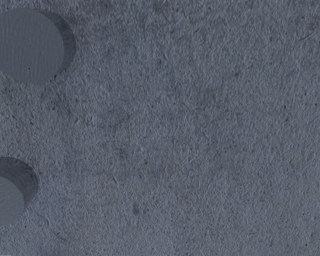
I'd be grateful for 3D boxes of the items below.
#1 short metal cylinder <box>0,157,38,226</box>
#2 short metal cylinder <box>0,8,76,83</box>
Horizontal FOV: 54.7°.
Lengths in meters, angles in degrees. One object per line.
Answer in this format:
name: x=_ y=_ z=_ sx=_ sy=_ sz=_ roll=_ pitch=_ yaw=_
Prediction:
short metal cylinder: x=-0.217 y=0.086 z=0.426 sx=0.081 sy=0.050 sz=0.079 roll=0 pitch=110 yaw=0
short metal cylinder: x=-0.144 y=-0.096 z=0.359 sx=0.081 sy=0.050 sz=0.079 roll=0 pitch=110 yaw=0
